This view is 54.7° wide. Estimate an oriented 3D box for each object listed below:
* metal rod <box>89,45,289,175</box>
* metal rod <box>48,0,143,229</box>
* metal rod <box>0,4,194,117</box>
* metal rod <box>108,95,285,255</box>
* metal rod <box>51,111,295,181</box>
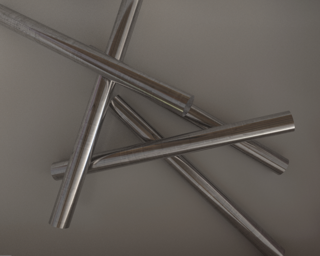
[{"bbox_3d":[0.033,-0.024,0.411,0.301,0.025,0.025,30,90,0],"label":"metal rod"},{"bbox_3d":[-0.077,-0.026,0.381,0.025,0.025,0.299,17,87,0],"label":"metal rod"},{"bbox_3d":[-0.098,-0.090,0.368,0.301,0.025,0.025,28,90,16],"label":"metal rod"},{"bbox_3d":[0.047,0.067,0.411,0.300,0.025,0.025,43,90,0],"label":"metal rod"},{"bbox_3d":[0.006,0.025,0.383,0.301,0.025,0.025,-13,90,11],"label":"metal rod"}]
